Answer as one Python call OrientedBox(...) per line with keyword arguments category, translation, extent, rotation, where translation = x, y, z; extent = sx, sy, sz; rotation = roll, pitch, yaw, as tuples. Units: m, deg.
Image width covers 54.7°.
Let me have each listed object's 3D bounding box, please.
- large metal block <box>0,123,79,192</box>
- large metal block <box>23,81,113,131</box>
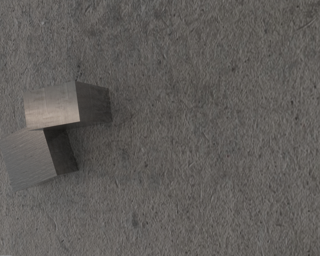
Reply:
OrientedBox(category="large metal block", translation=(-0.179, 0.041, 0.459), extent=(0.080, 0.050, 0.080), rotation=(-22, 83, 18))
OrientedBox(category="large metal block", translation=(-0.123, -0.027, 0.423), extent=(0.080, 0.080, 0.050), rotation=(-9, 87, 20))
